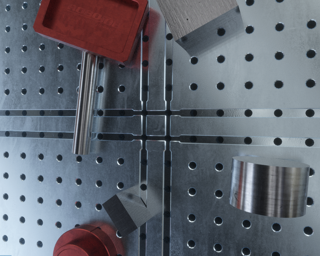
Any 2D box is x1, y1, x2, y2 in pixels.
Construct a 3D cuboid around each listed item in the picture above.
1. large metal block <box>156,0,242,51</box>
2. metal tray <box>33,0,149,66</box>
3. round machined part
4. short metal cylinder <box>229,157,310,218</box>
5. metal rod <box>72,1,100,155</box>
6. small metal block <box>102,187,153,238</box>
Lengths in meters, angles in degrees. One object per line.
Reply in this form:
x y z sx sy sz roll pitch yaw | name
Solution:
0.045 -0.156 0.383 0.080 0.050 0.080 -26 82 18 | large metal block
-0.090 -0.148 0.415 0.131 0.030 0.090 19 92 -1 | metal tray
-0.113 0.193 0.442 0.098 0.042 0.097 0 90 19 | round machined part
0.119 0.061 0.341 0.080 0.080 0.050 5 92 19 | short metal cylinder
-0.098 -0.111 0.445 0.025 0.025 0.298 8 92 19 | metal rod
-0.042 0.111 0.413 0.025 0.050 0.050 -39 78 16 | small metal block
